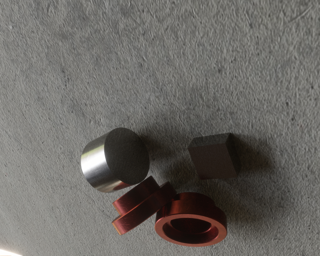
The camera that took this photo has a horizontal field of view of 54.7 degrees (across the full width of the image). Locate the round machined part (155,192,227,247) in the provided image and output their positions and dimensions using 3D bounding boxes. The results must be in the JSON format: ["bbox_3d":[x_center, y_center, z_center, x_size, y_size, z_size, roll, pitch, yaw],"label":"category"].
[{"bbox_3d":[0.044,0.126,0.435,0.099,0.042,0.097,4,136,4],"label":"round machined part"}]

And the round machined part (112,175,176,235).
[{"bbox_3d":[-0.028,0.103,0.439,0.098,0.099,0.042,-41,82,39],"label":"round machined part"}]

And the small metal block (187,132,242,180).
[{"bbox_3d":[0.070,0.037,0.392,0.050,0.025,0.050,-10,113,32],"label":"small metal block"}]

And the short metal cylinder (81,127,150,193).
[{"bbox_3d":[-0.061,0.045,0.429,0.050,0.080,0.080,-26,105,37],"label":"short metal cylinder"}]
